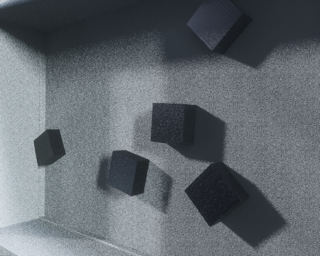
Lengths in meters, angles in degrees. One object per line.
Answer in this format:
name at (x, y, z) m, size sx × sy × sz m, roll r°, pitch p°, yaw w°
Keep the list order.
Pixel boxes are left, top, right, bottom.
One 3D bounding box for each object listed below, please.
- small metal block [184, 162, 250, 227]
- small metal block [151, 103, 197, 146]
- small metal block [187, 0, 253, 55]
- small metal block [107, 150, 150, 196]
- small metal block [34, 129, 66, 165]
small metal block at (0.064, 0.075, 0.353) m, size 0.050 × 0.025 × 0.050 m, roll -51°, pitch 61°, yaw 27°
small metal block at (0.017, -0.006, 0.391) m, size 0.050 × 0.025 × 0.050 m, roll 6°, pitch 94°, yaw 39°
small metal block at (0.067, -0.120, 0.351) m, size 0.050 × 0.025 × 0.050 m, roll -50°, pitch 61°, yaw 28°
small metal block at (-0.046, 0.063, 0.442) m, size 0.050 × 0.025 × 0.050 m, roll 17°, pitch 101°, yaw 38°
small metal block at (-0.204, 0.035, 0.571) m, size 0.050 × 0.025 × 0.050 m, roll -31°, pitch 71°, yaw 35°
